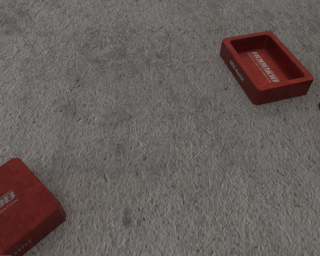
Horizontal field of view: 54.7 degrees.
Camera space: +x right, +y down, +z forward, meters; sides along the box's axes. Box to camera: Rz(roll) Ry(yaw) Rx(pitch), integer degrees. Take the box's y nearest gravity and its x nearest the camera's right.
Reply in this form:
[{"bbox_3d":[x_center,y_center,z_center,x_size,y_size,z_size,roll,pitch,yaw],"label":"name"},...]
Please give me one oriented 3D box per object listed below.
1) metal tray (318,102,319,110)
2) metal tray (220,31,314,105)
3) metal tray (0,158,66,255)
[{"bbox_3d":[0.273,-0.023,0.381,0.030,0.090,0.130,-28,55,-21],"label":"metal tray"},{"bbox_3d":[0.161,-0.098,0.482,0.091,0.030,0.130,-12,51,-11],"label":"metal tray"},{"bbox_3d":[-0.177,0.100,0.315,0.090,0.030,0.131,36,59,26],"label":"metal tray"}]
